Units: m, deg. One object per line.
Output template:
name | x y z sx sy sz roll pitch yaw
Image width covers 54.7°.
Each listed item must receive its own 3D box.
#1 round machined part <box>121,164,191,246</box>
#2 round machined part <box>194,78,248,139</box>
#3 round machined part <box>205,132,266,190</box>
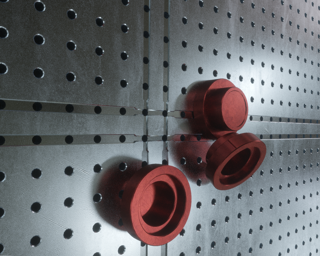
round machined part | -0.009 0.094 0.393 0.099 0.042 0.097 0 90 -40
round machined part | 0.102 -0.029 0.486 0.099 0.042 0.097 0 90 -40
round machined part | 0.110 0.045 0.473 0.099 0.042 0.097 -20 135 -21
